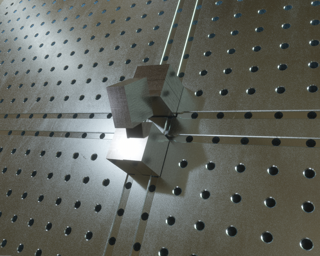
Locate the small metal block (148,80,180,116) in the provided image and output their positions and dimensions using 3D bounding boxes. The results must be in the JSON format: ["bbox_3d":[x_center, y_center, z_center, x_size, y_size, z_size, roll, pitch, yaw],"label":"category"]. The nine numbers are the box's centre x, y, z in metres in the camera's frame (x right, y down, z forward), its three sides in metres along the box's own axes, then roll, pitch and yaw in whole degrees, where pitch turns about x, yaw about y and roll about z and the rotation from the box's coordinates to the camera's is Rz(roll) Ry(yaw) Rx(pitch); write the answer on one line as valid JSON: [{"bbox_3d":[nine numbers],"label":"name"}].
[{"bbox_3d":[-0.008,-0.039,0.419,0.050,0.050,0.025,2,63,29],"label":"small metal block"}]

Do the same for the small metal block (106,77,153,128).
[{"bbox_3d":[-0.035,-0.031,0.375,0.025,0.050,0.050,0,19,29],"label":"small metal block"}]

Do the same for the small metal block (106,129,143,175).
[{"bbox_3d":[-0.037,0.026,0.394,0.025,0.050,0.050,1,63,29],"label":"small metal block"}]

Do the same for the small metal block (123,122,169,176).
[{"bbox_3d":[-0.016,0.026,0.381,0.025,0.050,0.050,1,63,29],"label":"small metal block"}]

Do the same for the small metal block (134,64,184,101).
[{"bbox_3d":[-0.002,-0.062,0.429,0.050,0.050,0.025,2,63,29],"label":"small metal block"}]
